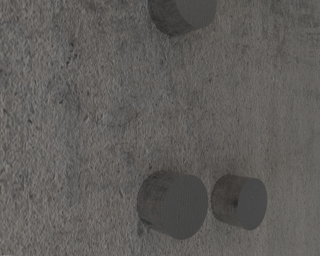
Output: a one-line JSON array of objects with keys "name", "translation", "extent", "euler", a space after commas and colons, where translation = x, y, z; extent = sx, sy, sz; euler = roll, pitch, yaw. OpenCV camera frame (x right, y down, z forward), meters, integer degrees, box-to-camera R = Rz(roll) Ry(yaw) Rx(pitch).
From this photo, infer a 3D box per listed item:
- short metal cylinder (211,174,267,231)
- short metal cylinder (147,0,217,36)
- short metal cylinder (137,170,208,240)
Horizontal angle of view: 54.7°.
[{"name": "short metal cylinder", "translation": [0.127, 0.117, 0.495], "extent": [0.081, 0.050, 0.080], "euler": [0, 90, -40]}, {"name": "short metal cylinder", "translation": [0.030, -0.168, 0.413], "extent": [0.081, 0.050, 0.080], "euler": [0, 90, -40]}, {"name": "short metal cylinder", "translation": [0.017, 0.098, 0.403], "extent": [0.081, 0.050, 0.080], "euler": [0, 90, -40]}]
